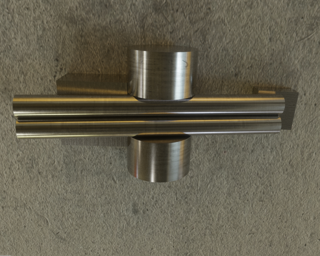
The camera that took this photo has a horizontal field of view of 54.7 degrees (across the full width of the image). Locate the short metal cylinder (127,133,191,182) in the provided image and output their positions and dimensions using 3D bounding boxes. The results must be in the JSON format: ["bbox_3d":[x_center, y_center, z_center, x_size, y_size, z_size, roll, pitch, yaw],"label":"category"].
[{"bbox_3d":[-0.001,0.027,0.391,0.081,0.080,0.050,1,110,-1],"label":"short metal cylinder"}]

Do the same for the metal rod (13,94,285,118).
[{"bbox_3d":[-0.004,-0.026,0.354,0.302,0.025,0.025,-1,110,-8],"label":"metal rod"}]

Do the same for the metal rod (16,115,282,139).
[{"bbox_3d":[-0.005,-0.003,0.362,0.302,0.025,0.025,-1,110,-8],"label":"metal rod"}]

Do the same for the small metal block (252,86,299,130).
[{"bbox_3d":[0.146,-0.026,0.403,0.050,0.025,0.050,3,110,-1],"label":"small metal block"}]

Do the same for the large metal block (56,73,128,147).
[{"bbox_3d":[-0.079,-0.024,0.388,0.081,0.050,0.079,2,110,-1],"label":"large metal block"}]

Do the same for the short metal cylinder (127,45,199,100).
[{"bbox_3d":[0.003,-0.067,0.357,0.081,0.080,0.050,1,110,-1],"label":"short metal cylinder"}]
